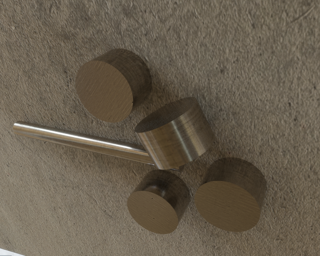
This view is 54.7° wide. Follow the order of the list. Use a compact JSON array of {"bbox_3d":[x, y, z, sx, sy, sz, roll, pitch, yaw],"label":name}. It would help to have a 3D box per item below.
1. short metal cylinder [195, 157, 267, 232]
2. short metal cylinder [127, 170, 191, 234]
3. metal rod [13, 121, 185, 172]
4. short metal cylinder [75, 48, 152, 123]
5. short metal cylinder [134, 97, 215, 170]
[{"bbox_3d":[0.091,0.084,0.395,0.080,0.050,0.079,13,124,21],"label":"short metal cylinder"},{"bbox_3d":[-0.001,0.109,0.459,0.080,0.050,0.079,13,124,21],"label":"short metal cylinder"},{"bbox_3d":[-0.106,0.023,0.477,0.301,0.025,0.025,10,123,22],"label":"metal rod"},{"bbox_3d":[-0.057,-0.053,0.388,0.080,0.050,0.079,13,124,21],"label":"short metal cylinder"},{"bbox_3d":[0.017,0.005,0.365,0.080,0.080,0.050,-17,110,35],"label":"short metal cylinder"}]
